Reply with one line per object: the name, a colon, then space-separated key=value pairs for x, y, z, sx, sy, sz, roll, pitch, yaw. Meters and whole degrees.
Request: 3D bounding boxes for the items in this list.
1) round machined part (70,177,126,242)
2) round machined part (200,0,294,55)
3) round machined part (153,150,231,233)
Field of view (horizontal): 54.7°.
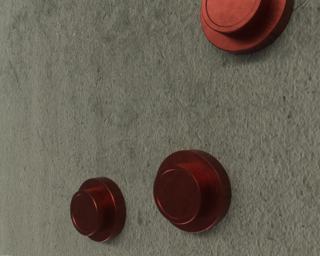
round machined part: x=-0.102 y=0.127 z=0.478 sx=0.098 sy=0.042 sz=0.097 roll=0 pitch=90 yaw=40
round machined part: x=0.084 y=-0.129 z=0.325 sx=0.098 sy=0.042 sz=0.097 roll=0 pitch=90 yaw=40
round machined part: x=0.031 y=0.076 z=0.369 sx=0.098 sy=0.042 sz=0.097 roll=0 pitch=90 yaw=40
